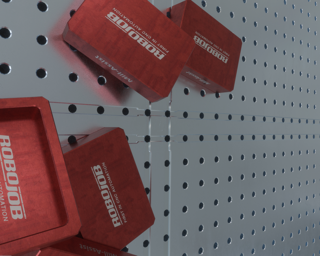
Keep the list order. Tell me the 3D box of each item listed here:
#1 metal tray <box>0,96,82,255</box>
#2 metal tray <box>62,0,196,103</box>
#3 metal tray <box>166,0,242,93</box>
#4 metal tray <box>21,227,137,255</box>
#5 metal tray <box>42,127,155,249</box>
[{"bbox_3d":[-0.128,0.039,0.258,0.091,0.030,0.130,-8,68,-35],"label":"metal tray"},{"bbox_3d":[-0.031,-0.102,0.357,0.130,0.030,0.090,35,68,-18],"label":"metal tray"},{"bbox_3d":[0.066,-0.115,0.459,0.131,0.030,0.090,21,77,-38],"label":"metal tray"},{"bbox_3d":[-0.087,0.161,0.312,0.130,0.030,0.090,34,92,-35],"label":"metal tray"},{"bbox_3d":[-0.065,0.074,0.351,0.091,0.030,0.129,-29,108,-36],"label":"metal tray"}]
